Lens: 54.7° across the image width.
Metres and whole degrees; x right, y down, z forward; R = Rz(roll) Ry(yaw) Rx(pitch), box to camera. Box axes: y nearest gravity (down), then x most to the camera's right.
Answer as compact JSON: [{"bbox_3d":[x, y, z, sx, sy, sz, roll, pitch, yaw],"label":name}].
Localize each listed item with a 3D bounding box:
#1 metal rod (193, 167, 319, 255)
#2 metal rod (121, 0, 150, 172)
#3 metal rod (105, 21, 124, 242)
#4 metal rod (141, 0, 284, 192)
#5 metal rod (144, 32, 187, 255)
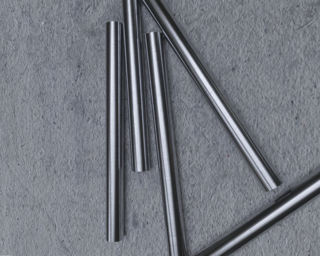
[{"bbox_3d":[0.152,0.083,0.355,0.299,0.025,0.025,-41,77,15],"label":"metal rod"},{"bbox_3d":[-0.035,-0.092,0.421,0.025,0.025,0.298,-4,89,20],"label":"metal rod"},{"bbox_3d":[-0.063,0.005,0.431,0.025,0.025,0.298,0,90,20],"label":"metal rod"},{"bbox_3d":[0.057,-0.058,0.388,0.025,0.025,0.299,-34,79,17],"label":"metal rod"},{"bbox_3d":[0.008,0.025,0.406,0.025,0.025,0.298,-7,88,20],"label":"metal rod"}]
